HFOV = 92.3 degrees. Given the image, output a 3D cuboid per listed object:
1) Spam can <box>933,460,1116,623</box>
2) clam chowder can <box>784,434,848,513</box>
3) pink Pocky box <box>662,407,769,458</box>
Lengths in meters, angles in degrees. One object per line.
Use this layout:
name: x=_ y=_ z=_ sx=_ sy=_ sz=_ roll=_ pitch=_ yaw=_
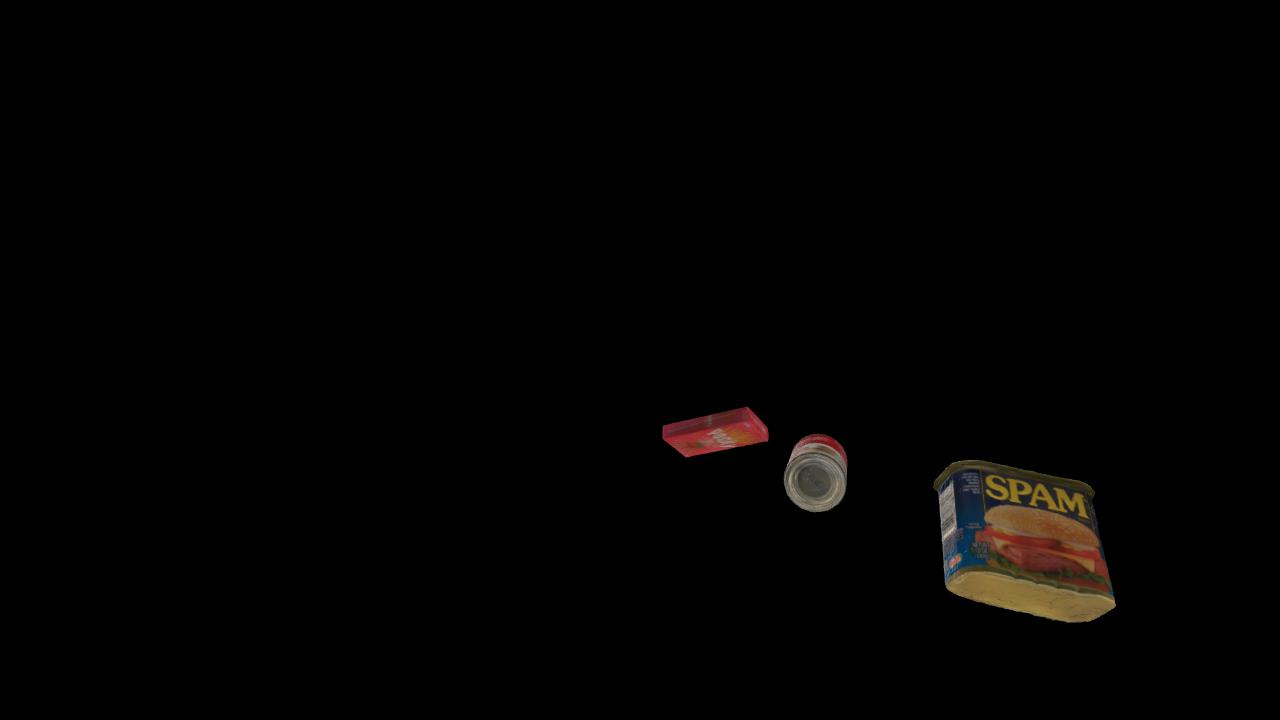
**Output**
Spam can: x=0.268 y=0.128 z=0.437 sx=0.101 sy=0.085 sz=0.058 roll=11 pitch=-37 yaw=8
clam chowder can: x=0.203 y=0.128 z=0.706 sx=0.068 sy=0.068 sz=0.102 roll=0 pitch=5 yaw=18
pink Pocky box: x=0.122 y=0.120 z=1.005 sx=0.155 sy=0.029 sz=0.084 roll=-16 pitch=-37 yaw=28
